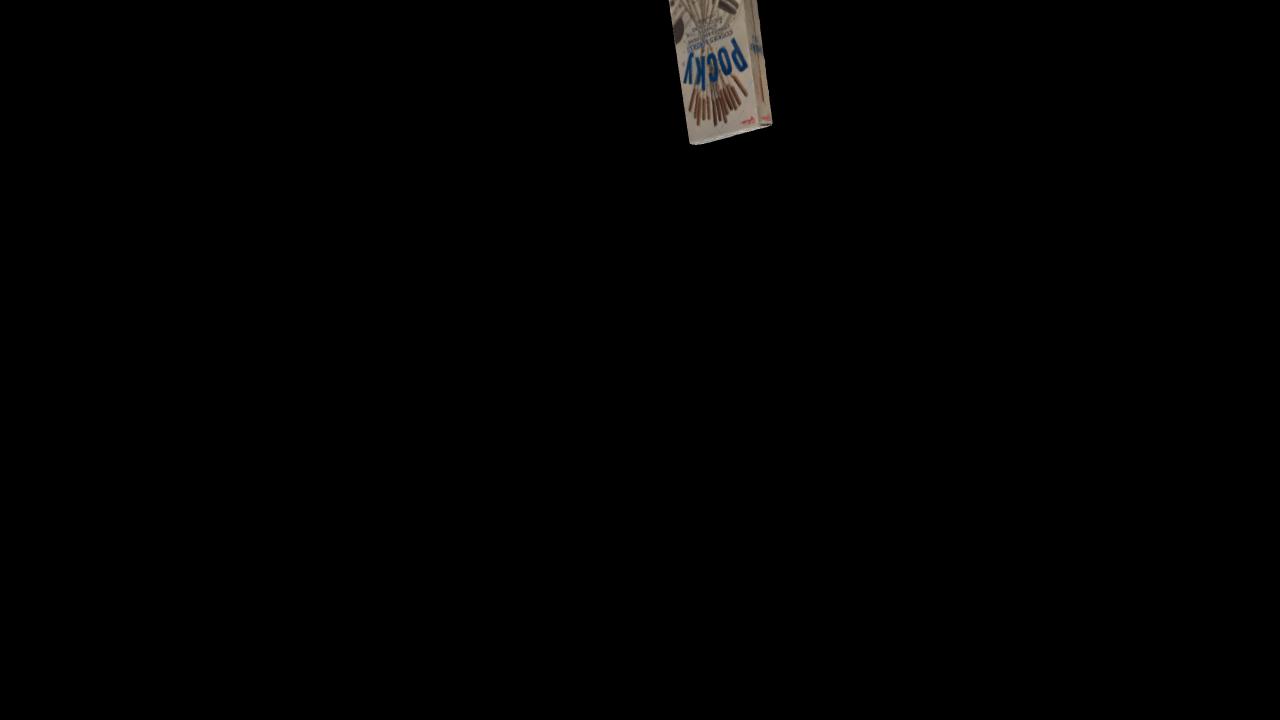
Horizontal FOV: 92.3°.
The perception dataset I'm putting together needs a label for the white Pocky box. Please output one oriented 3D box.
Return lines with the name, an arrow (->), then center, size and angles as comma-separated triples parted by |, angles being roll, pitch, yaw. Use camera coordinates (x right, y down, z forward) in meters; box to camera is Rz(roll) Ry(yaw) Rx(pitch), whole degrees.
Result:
white Pocky box -> 0.072, -0.286, 0.566 | 0.084, 0.154, 0.028 | 3, 19, 44
